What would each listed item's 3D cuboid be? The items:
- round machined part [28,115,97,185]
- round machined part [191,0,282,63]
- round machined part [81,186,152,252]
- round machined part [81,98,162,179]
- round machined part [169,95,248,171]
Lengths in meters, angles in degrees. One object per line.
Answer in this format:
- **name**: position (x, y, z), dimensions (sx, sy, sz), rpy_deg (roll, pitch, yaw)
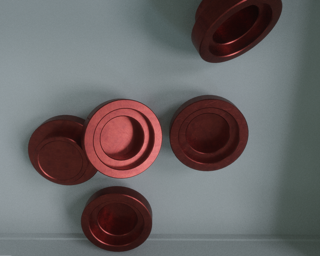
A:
- **round machined part**: position (-0.127, 0.035, 0.413), dimensions (0.099, 0.042, 0.097), rpy_deg (0, 110, -1)
- **round machined part**: position (0.078, -0.120, 0.340), dimensions (0.098, 0.098, 0.042), rpy_deg (-30, 68, 10)
- **round machined part**: position (-0.060, 0.126, 0.448), dimensions (0.099, 0.042, 0.097), rpy_deg (0, 110, -1)
- **round machined part**: position (-0.050, 0.011, 0.393), dimensions (0.099, 0.042, 0.097), rpy_deg (-3, 98, -23)
- **round machined part**: position (0.061, 0.004, 0.405), dimensions (0.099, 0.042, 0.097), rpy_deg (0, 110, -1)
